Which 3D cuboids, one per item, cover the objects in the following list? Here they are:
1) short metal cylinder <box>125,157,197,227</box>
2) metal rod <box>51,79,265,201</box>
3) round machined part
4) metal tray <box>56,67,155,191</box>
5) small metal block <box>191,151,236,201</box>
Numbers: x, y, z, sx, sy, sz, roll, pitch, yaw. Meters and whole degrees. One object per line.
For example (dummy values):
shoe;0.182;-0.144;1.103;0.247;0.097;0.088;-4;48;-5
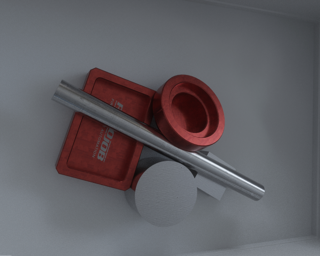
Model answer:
short metal cylinder;0.000;0.079;0.396;0.081;0.050;0.079;0;90;-21
metal rod;0.014;0.025;0.384;0.301;0.025;0.025;28;81;-21
round machined part;0.032;-0.016;0.400;0.099;0.042;0.098;15;61;-28
metal tray;-0.064;0.003;0.382;0.091;0.030;0.129;20;83;-19
small metal block;0.070;0.066;0.436;0.050;0.025;0.050;33;79;-17
